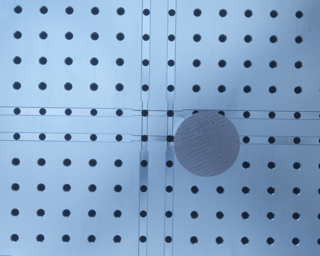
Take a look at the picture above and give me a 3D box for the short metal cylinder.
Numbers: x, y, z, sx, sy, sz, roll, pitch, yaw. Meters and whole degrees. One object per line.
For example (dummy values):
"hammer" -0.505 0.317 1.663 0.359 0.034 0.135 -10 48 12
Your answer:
"short metal cylinder" 0.057 0.019 0.401 0.080 0.050 0.080 0 90 0
